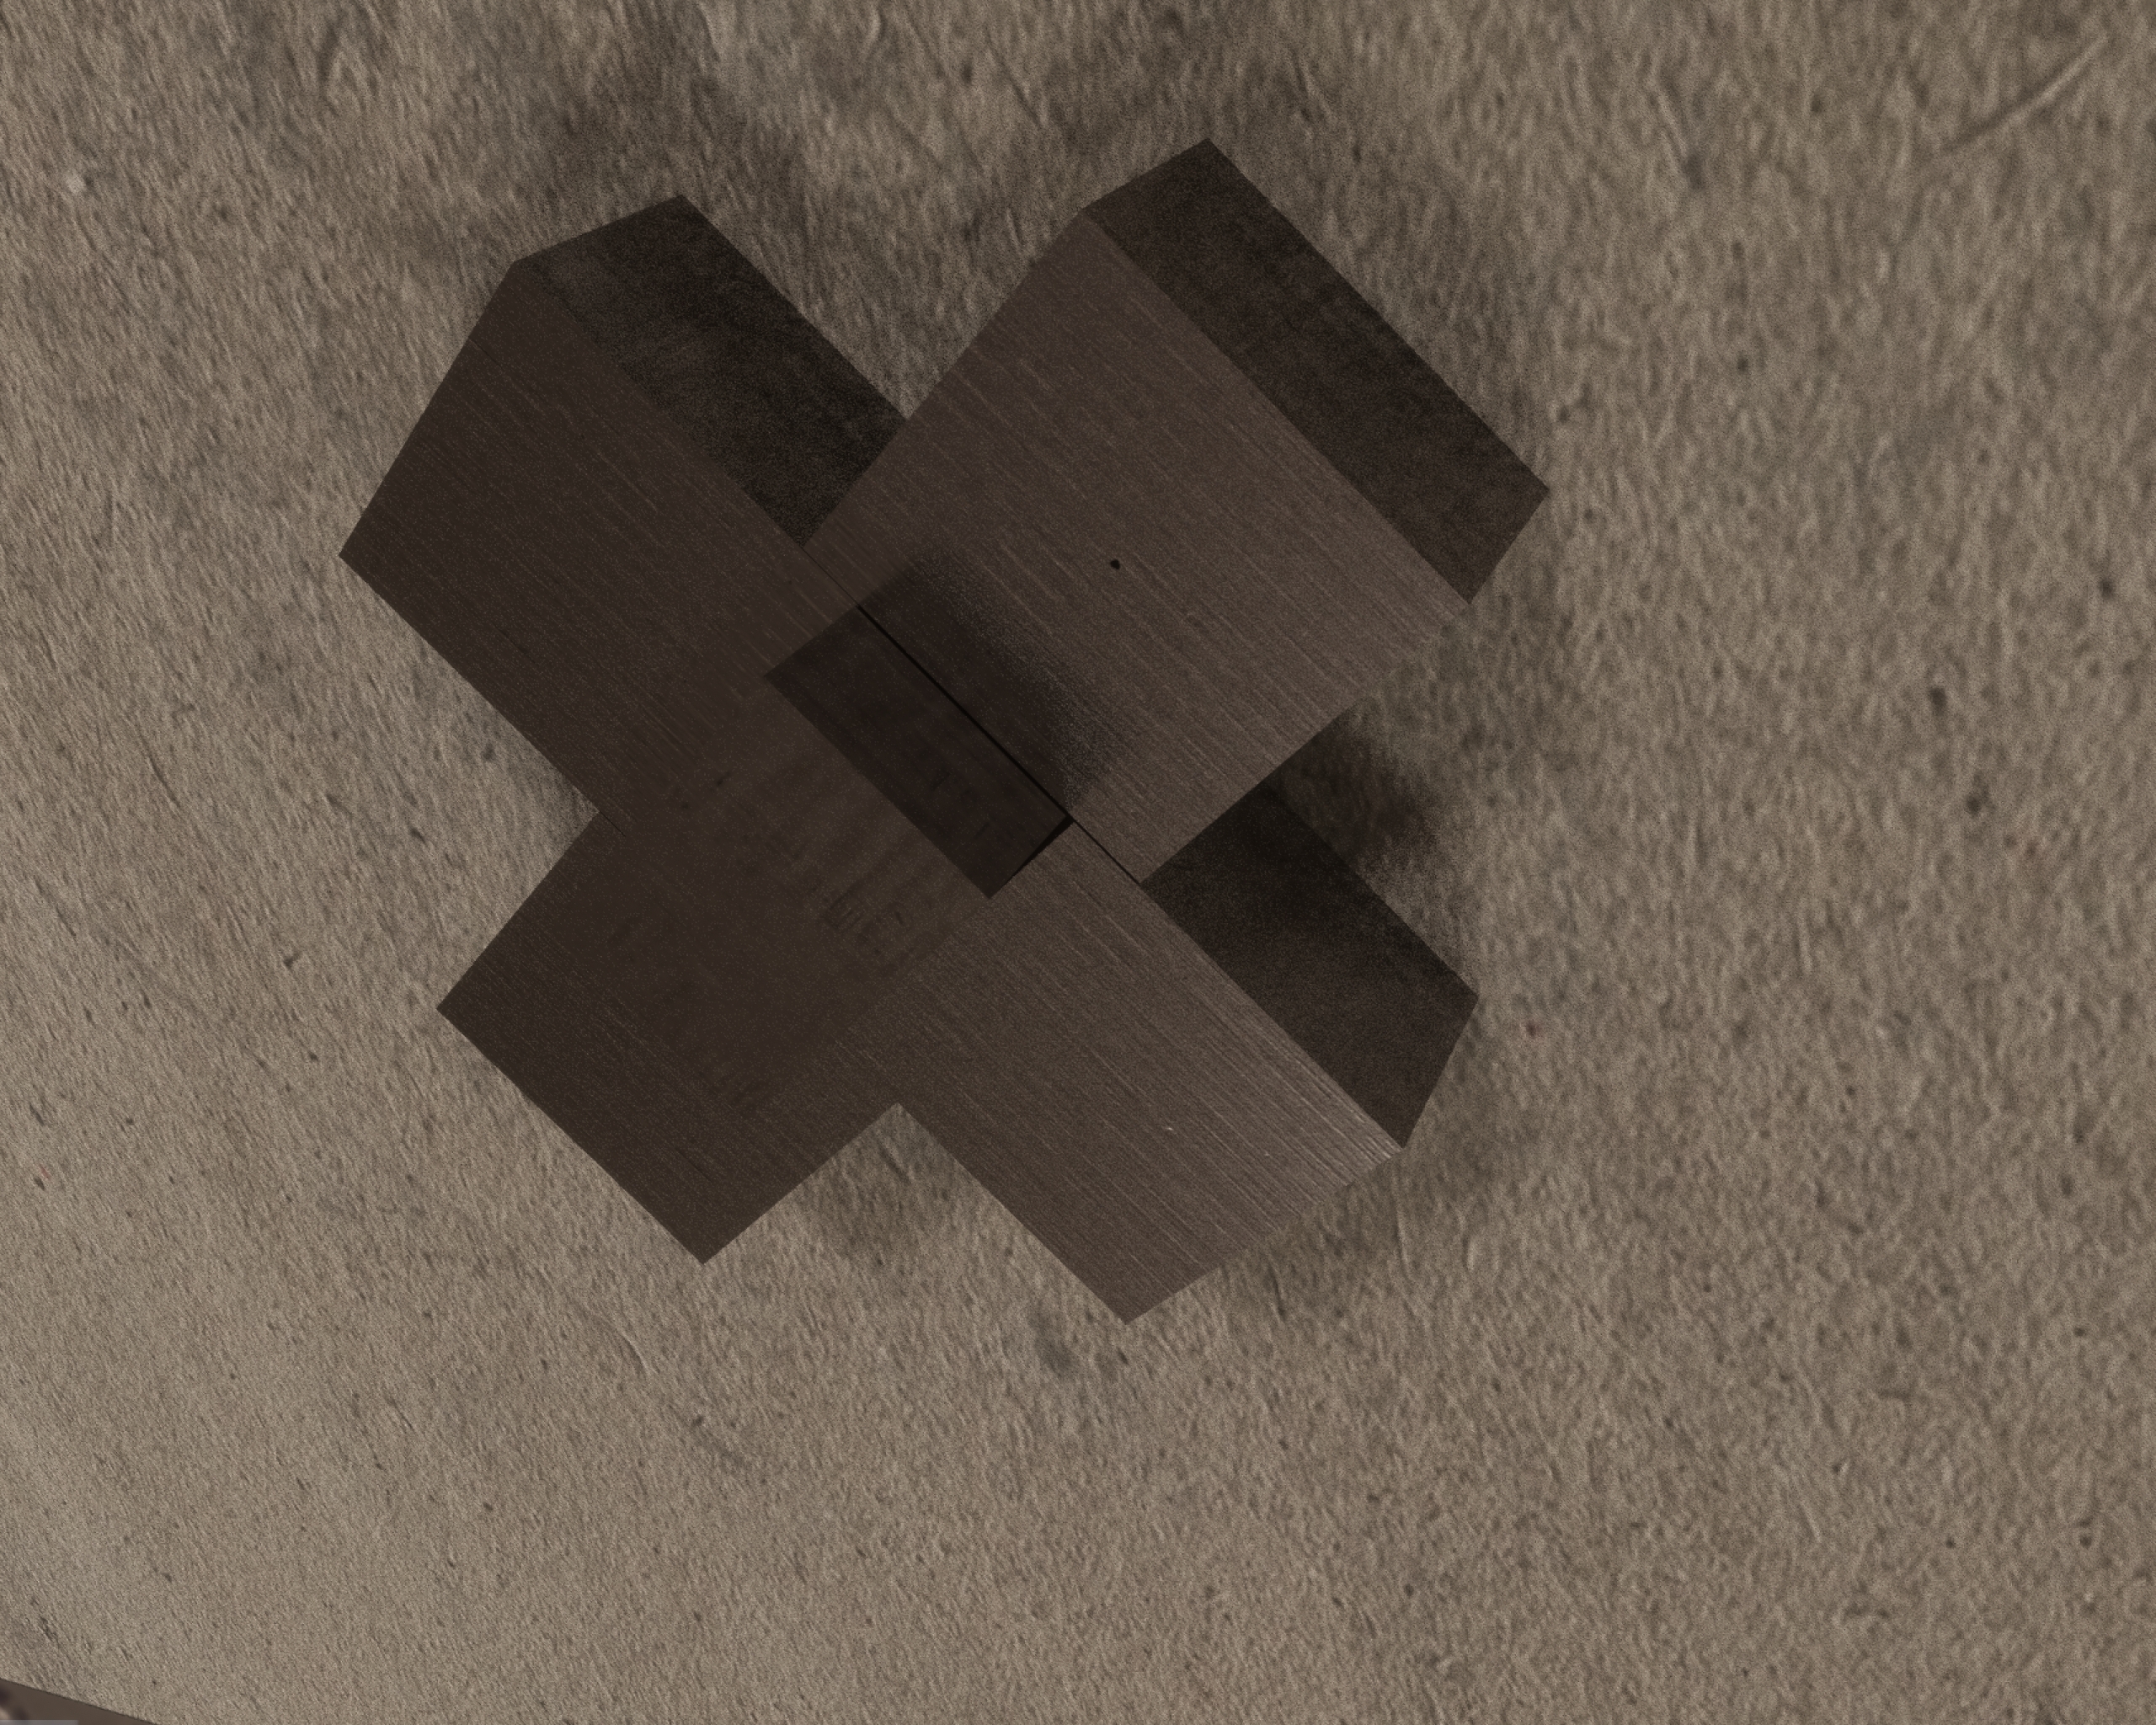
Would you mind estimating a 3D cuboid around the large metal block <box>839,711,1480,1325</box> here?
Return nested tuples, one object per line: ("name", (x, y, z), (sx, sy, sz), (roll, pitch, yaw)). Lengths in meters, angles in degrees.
("large metal block", (0.015, 0.030, 0.401), (0.080, 0.050, 0.080), (45, 129, -4))

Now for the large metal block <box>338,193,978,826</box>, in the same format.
("large metal block", (-0.078, -0.063, 0.392), (0.080, 0.050, 0.080), (45, 129, -4))

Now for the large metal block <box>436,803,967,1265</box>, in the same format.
("large metal block", (-0.076, 0.027, 0.446), (0.080, 0.050, 0.080), (45, 129, -4))

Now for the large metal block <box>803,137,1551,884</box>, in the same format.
("large metal block", (0.016, -0.057, 0.346), (0.080, 0.050, 0.080), (45, 129, -4))

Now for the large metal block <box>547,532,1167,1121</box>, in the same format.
("large metal block", (-0.038, -0.010, 0.385), (0.050, 0.080, 0.080), (45, 129, -4))
